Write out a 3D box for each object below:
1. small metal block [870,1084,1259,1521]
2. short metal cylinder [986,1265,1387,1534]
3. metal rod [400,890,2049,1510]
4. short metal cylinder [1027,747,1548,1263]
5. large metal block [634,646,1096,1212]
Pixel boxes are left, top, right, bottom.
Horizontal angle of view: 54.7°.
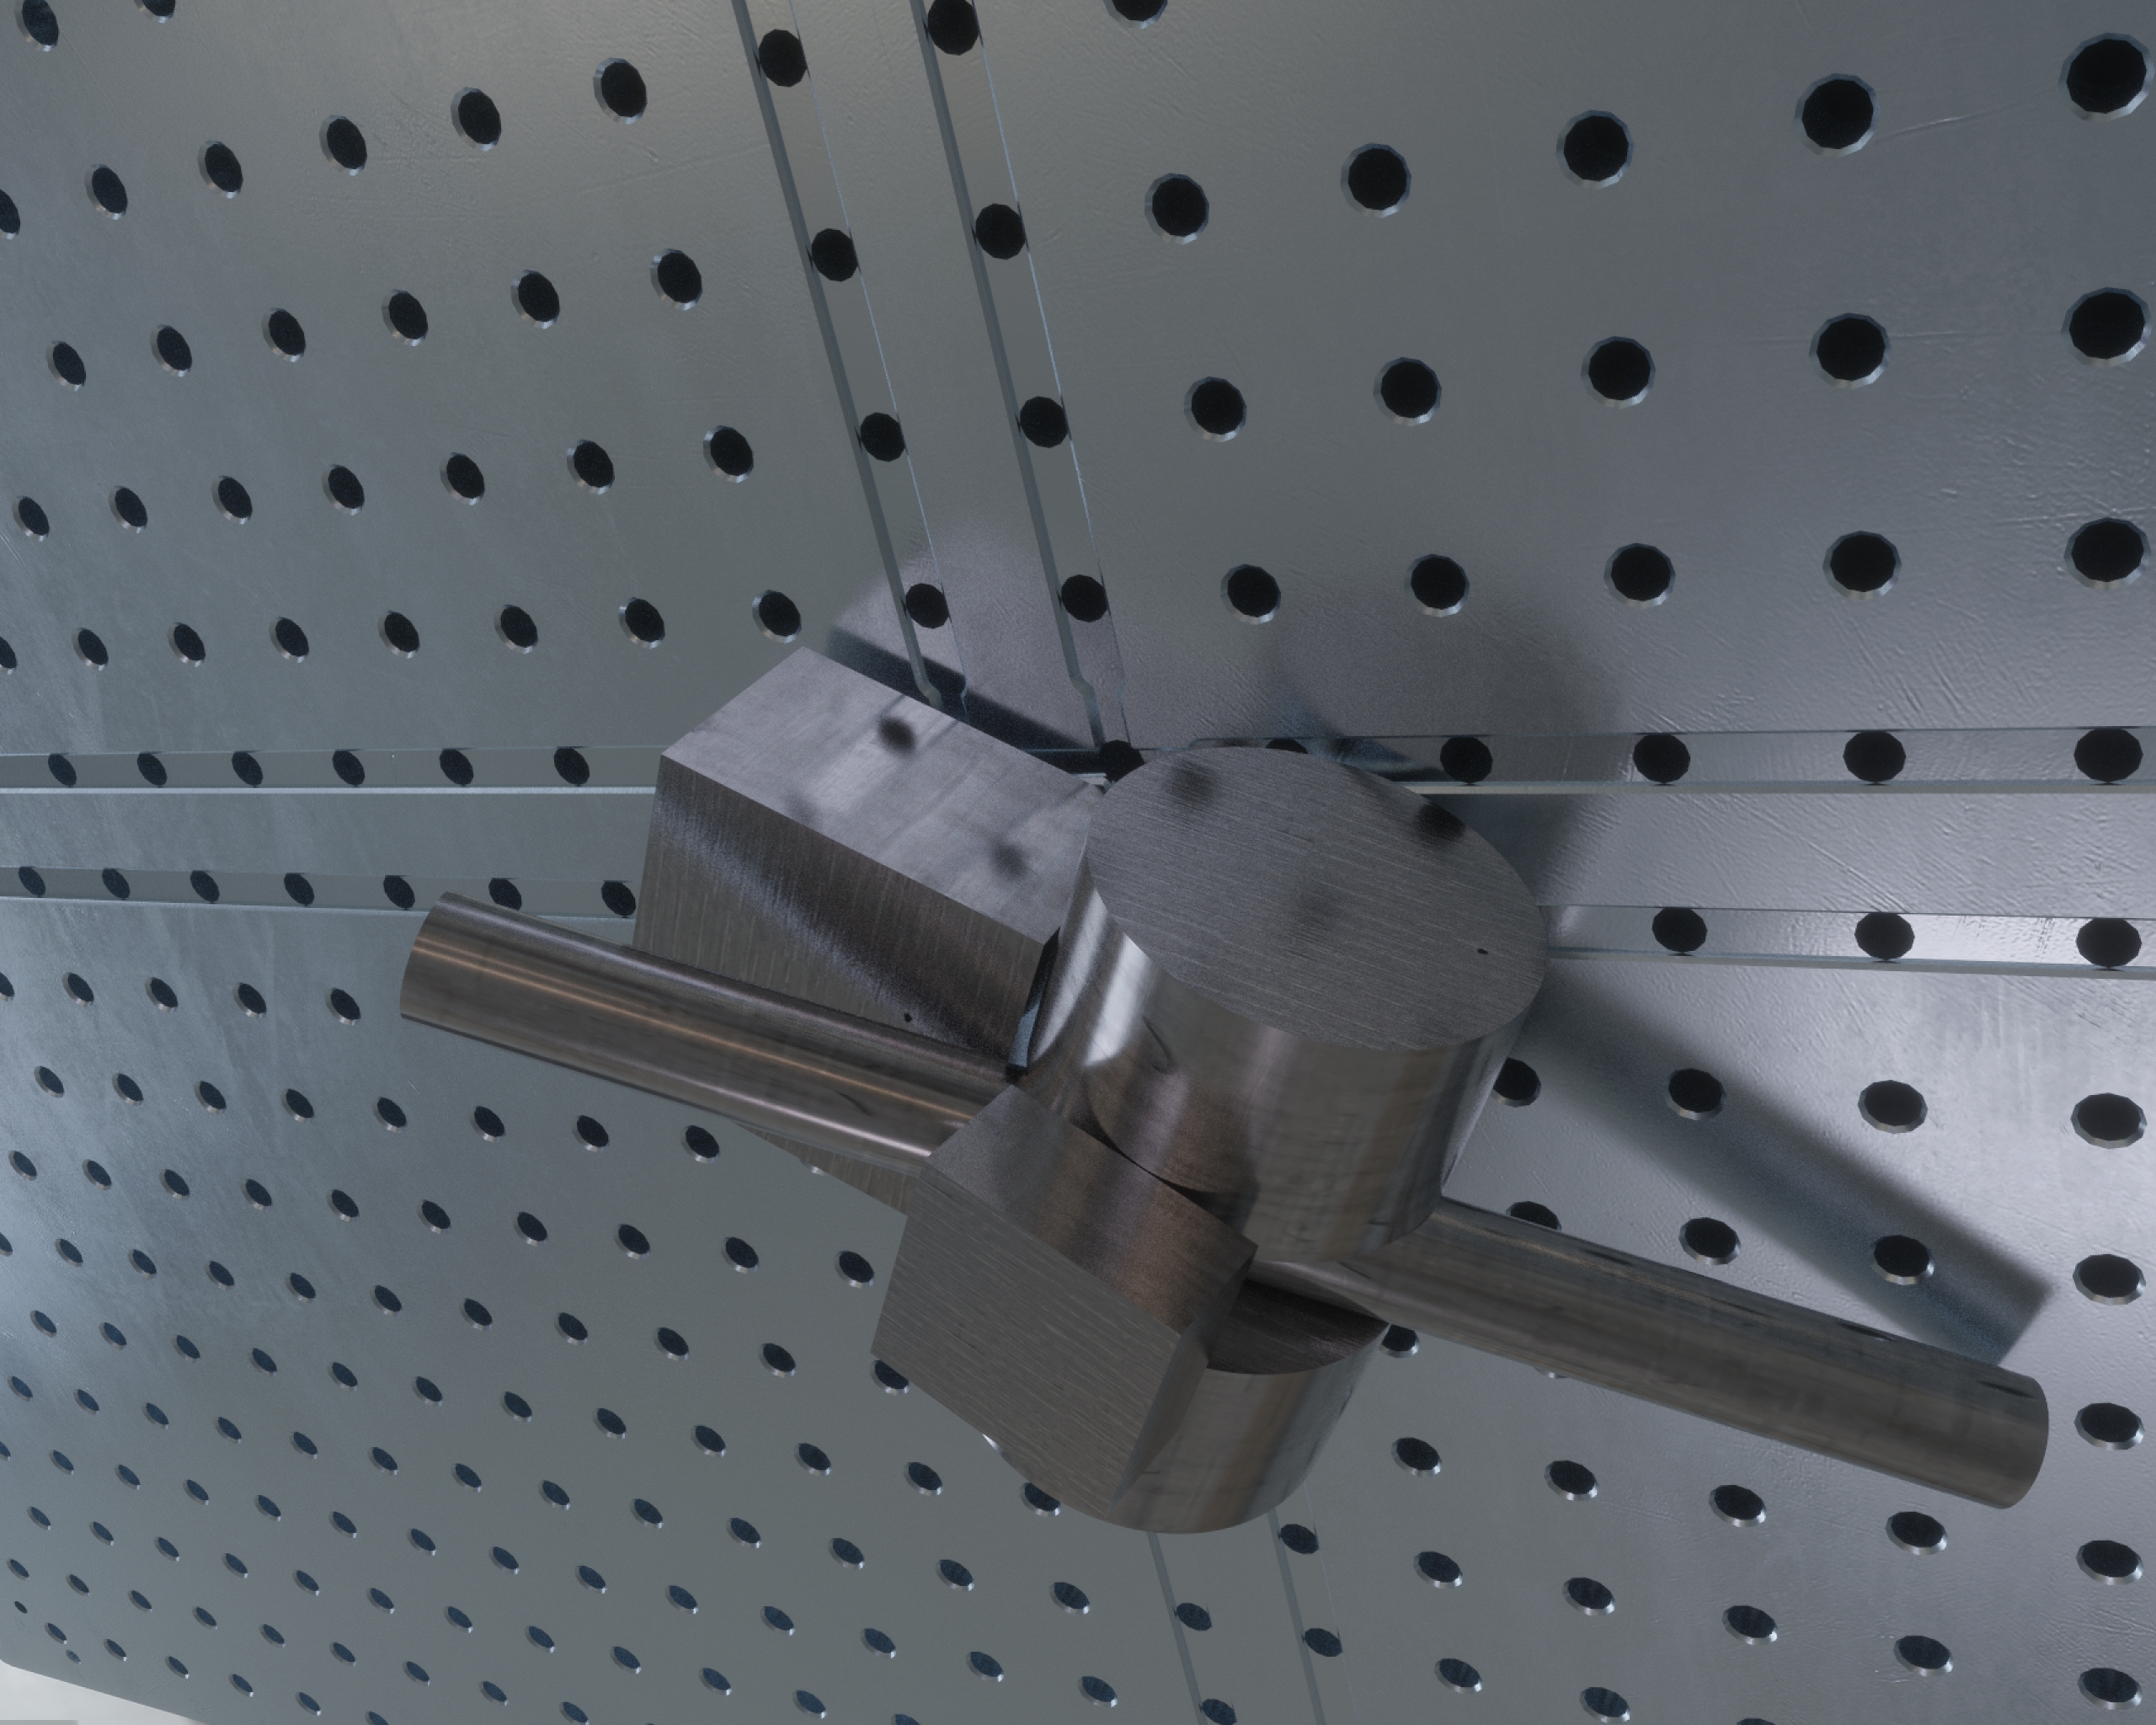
[{"bbox_3d":[-0.003,0.074,0.352,0.050,0.025,0.050,31,129,18],"label":"small metal block"},{"bbox_3d":[0.019,0.083,0.412,0.080,0.080,0.050,27,128,11],"label":"short metal cylinder"},{"bbox_3d":[0.027,0.061,0.379,0.302,0.025,0.025,17,127,-1],"label":"metal rod"},{"bbox_3d":[0.035,0.023,0.367,0.080,0.080,0.050,25,127,13],"label":"short metal cylinder"},{"bbox_3d":[-0.040,0.016,0.419,0.080,0.050,0.079,26,128,12],"label":"large metal block"}]
